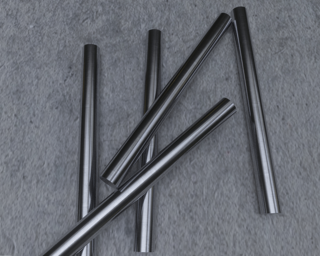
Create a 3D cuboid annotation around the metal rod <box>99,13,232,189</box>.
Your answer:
[{"bbox_3d":[0.020,-0.052,0.407,0.025,0.025,0.301,30,65,10],"label":"metal rod"}]

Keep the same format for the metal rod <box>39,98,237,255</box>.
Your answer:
[{"bbox_3d":[-0.025,0.065,0.356,0.301,0.025,0.025,-40,75,-14],"label":"metal rod"}]

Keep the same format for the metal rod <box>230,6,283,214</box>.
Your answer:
[{"bbox_3d":[0.127,-0.037,0.423,0.025,0.025,0.299,-2,70,-1],"label":"metal rod"}]

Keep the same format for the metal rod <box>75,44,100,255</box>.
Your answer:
[{"bbox_3d":[-0.092,0.026,0.397,0.025,0.025,0.299,-3,70,-1],"label":"metal rod"}]

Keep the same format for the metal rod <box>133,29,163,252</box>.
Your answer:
[{"bbox_3d":[-0.013,0.002,0.407,0.025,0.025,0.299,2,70,0],"label":"metal rod"}]
